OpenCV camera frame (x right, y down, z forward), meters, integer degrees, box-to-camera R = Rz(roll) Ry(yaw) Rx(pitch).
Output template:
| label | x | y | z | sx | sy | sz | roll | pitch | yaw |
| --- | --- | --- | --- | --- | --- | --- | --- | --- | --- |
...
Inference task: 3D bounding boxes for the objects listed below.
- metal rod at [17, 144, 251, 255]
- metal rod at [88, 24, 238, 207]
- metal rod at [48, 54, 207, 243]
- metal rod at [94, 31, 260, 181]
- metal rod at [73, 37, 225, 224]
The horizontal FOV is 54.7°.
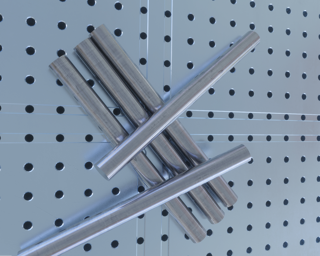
| label | x | y | z | sx | sy | sz | roll | pitch | yaw |
| --- | --- | --- | --- | --- | --- | --- | --- | --- | --- |
| metal rod | -0.022 | 0.093 | 0.383 | 0.302 | 0.025 | 0.025 | -24 | 99 | -11 |
| metal rod | 0.012 | -0.007 | 0.418 | 0.025 | 0.025 | 0.300 | -42 | 104 | -15 |
| metal rod | -0.034 | 0.036 | 0.401 | 0.025 | 0.025 | 0.300 | -41 | 103 | -16 |
| metal rod | 0.037 | -0.043 | 0.406 | 0.301 | 0.025 | 0.025 | -42 | 104 | -24 |
| metal rod | -0.007 | 0.013 | 0.411 | 0.025 | 0.025 | 0.300 | -41 | 103 | -16 |
